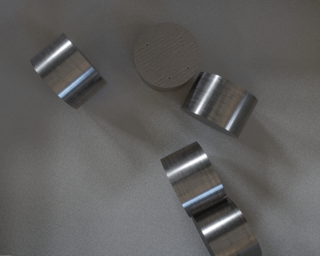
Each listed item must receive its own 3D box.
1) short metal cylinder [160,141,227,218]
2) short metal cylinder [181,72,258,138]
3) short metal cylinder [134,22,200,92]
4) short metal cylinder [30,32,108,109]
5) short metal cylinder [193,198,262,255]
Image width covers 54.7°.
[{"bbox_3d":[0.041,0.063,0.385,0.050,0.080,0.080,-27,90,0],"label":"short metal cylinder"},{"bbox_3d":[0.073,-0.028,0.385,0.080,0.080,0.050,28,90,-1],"label":"short metal cylinder"},{"bbox_3d":[0.008,-0.088,0.399,0.081,0.050,0.079,0,90,-1],"label":"short metal cylinder"},{"bbox_3d":[-0.110,-0.070,0.382,0.050,0.080,0.080,-41,91,0],"label":"short metal cylinder"},{"bbox_3d":[0.080,0.133,0.383,0.050,0.080,0.080,-27,90,-6],"label":"short metal cylinder"}]
